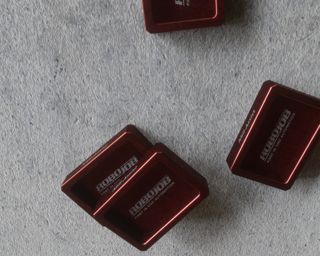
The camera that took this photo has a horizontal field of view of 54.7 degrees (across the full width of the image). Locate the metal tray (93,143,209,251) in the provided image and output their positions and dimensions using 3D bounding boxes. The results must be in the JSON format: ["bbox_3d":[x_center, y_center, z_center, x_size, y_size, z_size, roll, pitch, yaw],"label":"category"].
[{"bbox_3d":[-0.012,0.093,0.408,0.090,0.030,0.130,40,105,-14],"label":"metal tray"}]

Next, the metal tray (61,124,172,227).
[{"bbox_3d":[-0.059,0.068,0.431,0.130,0.030,0.090,-39,106,13],"label":"metal tray"}]

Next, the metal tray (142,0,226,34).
[{"bbox_3d":[0.022,-0.176,0.342,0.091,0.030,0.129,-6,110,2],"label":"metal tray"}]

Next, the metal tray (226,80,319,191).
[{"bbox_3d":[0.156,0.012,0.412,0.091,0.030,0.129,19,109,-7],"label":"metal tray"}]
